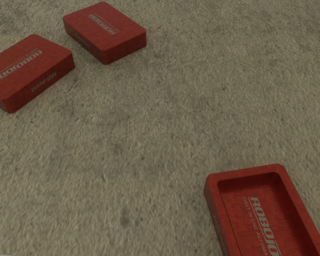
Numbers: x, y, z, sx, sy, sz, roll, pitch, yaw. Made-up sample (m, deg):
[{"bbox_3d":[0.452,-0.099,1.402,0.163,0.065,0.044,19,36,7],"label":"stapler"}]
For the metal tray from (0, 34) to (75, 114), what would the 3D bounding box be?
[{"bbox_3d":[-0.208,-0.087,0.471,0.090,0.030,0.131,28,55,21],"label":"metal tray"}]

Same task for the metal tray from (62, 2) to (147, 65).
[{"bbox_3d":[-0.097,-0.169,0.541,0.091,0.030,0.130,-33,58,-25],"label":"metal tray"}]

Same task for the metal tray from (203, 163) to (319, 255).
[{"bbox_3d":[0.105,0.103,0.314,0.091,0.030,0.130,-8,51,-7],"label":"metal tray"}]
